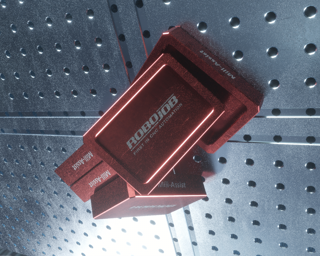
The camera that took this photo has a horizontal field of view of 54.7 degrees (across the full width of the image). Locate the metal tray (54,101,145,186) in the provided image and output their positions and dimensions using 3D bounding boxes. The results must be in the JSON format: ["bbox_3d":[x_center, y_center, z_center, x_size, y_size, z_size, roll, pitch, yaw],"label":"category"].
[{"bbox_3d":[-0.078,0.020,0.420,0.030,0.090,0.129,49,128,-6],"label":"metal tray"}]

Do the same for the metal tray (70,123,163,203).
[{"bbox_3d":[-0.057,0.043,0.422,0.030,0.090,0.129,49,128,-6],"label":"metal tray"}]

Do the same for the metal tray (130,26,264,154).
[{"bbox_3d":[0.040,-0.041,0.359,0.130,0.030,0.089,39,129,1],"label":"metal tray"}]

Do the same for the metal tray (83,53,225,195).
[{"bbox_3d":[-0.006,-0.004,0.337,0.090,0.030,0.130,43,84,-2],"label":"metal tray"}]

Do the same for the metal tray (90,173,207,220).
[{"bbox_3d":[-0.013,0.091,0.413,0.090,0.131,0.030,-36,57,39],"label":"metal tray"}]
